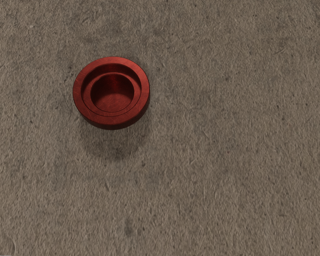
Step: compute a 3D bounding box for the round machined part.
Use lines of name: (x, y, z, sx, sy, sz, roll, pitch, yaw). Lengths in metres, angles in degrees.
round machined part: (-0.062, -0.043, 0.414, 0.099, 0.042, 0.098, 0, 70, -1)
